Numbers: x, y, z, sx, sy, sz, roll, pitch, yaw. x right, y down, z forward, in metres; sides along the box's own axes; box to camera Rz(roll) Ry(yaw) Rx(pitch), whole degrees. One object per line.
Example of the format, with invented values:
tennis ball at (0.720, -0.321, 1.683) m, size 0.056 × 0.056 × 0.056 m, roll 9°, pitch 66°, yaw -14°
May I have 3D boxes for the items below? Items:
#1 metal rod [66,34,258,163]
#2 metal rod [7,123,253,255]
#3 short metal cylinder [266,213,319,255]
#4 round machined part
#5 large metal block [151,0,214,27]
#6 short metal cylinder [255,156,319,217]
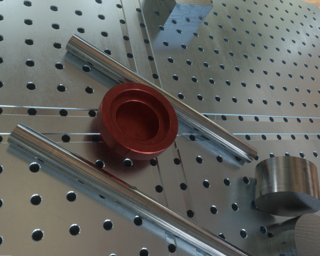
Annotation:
metal rod at (0.008, -0.037, 0.434) m, size 0.301 × 0.025 × 0.025 m, roll 32°, pitch 52°, yaw -8°
metal rod at (-0.024, 0.083, 0.344) m, size 0.301 × 0.025 × 0.025 m, roll 32°, pitch 52°, yaw -8°
short metal cylinder at (0.185, 0.156, 0.396) m, size 0.081 × 0.050 × 0.080 m, roll 14°, pitch 56°, yaw -21°
round machined part at (-0.030, -0.005, 0.384) m, size 0.099 × 0.042 × 0.098 m, roll 14°, pitch 56°, yaw -21°
large metal block at (0.035, -0.229, 0.550) m, size 0.081 × 0.050 × 0.080 m, roll -10°, pitch 67°, yaw -33°
short metal cylinder at (0.169, 0.080, 0.415) m, size 0.080 × 0.080 × 0.050 m, roll 23°, pitch 54°, yaw -15°
